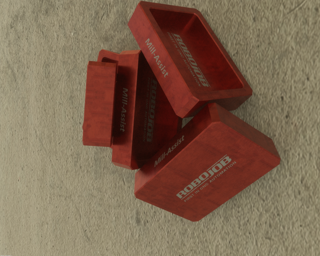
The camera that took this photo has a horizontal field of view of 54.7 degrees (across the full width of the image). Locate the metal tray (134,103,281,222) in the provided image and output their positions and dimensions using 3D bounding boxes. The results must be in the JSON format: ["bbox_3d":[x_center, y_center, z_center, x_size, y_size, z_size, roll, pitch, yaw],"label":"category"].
[{"bbox_3d":[0.045,0.043,0.325,0.129,0.090,0.030,-46,28,30],"label":"metal tray"}]

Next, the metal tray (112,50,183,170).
[{"bbox_3d":[-0.010,-0.021,0.371,0.030,0.091,0.129,8,96,39],"label":"metal tray"}]

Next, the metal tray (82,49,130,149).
[{"bbox_3d":[-0.063,-0.041,0.453,0.090,0.030,0.129,25,106,36],"label":"metal tray"}]

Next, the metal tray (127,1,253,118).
[{"bbox_3d":[0.032,-0.076,0.333,0.030,0.091,0.130,-49,60,45],"label":"metal tray"}]

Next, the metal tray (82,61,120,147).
[{"bbox_3d":[-0.070,-0.030,0.388,0.130,0.030,0.089,-140,54,-83],"label":"metal tray"}]
